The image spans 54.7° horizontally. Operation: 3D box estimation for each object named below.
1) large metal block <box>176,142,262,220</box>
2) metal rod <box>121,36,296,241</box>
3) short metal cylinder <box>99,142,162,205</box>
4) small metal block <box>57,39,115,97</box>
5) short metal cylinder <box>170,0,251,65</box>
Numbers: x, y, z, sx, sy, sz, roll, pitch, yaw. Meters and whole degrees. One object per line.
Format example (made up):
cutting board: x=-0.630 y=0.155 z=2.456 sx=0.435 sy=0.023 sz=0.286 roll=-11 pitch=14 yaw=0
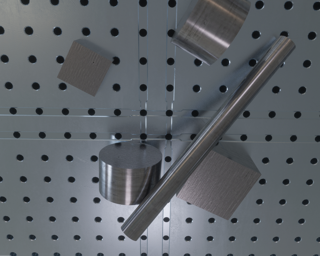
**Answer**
large metal block: x=0.076 y=0.067 z=0.425 sx=0.080 sy=0.050 sz=0.080 roll=26 pitch=108 yaw=-10
metal rod: x=0.059 y=0.011 z=0.374 sx=0.025 sy=0.025 sz=0.300 roll=40 pitch=89 yaw=-13
short metal cylinder: x=-0.039 y=0.057 z=0.405 sx=0.081 sy=0.080 sz=0.050 roll=3 pitch=110 yaw=-2
small metal block: x=-0.091 y=-0.075 z=0.385 sx=0.050 sy=0.025 sz=0.050 roll=28 pitch=108 yaw=-10
short metal cylinder: x=0.054 y=-0.117 z=0.342 sx=0.050 sy=0.080 sz=0.080 roll=29 pitch=108 yaw=-10
